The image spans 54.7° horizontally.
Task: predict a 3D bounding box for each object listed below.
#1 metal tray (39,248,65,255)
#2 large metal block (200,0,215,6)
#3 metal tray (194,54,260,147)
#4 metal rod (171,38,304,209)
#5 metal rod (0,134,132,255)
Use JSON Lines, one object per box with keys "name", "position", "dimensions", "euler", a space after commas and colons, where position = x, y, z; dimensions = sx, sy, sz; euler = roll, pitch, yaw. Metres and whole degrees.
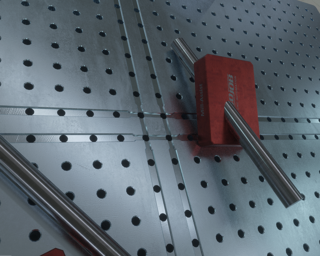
{"name": "metal tray", "position": [-0.098, 0.177, 0.244], "dimensions": [0.091, 0.030, 0.130], "euler": [-19, 72, -36]}
{"name": "large metal block", "position": [0.090, -0.309, 0.631], "dimensions": [0.080, 0.050, 0.080], "euler": [28, 52, -11]}
{"name": "metal tray", "position": [0.099, -0.038, 0.458], "dimensions": [0.091, 0.030, 0.129], "euler": [3, 79, -27]}
{"name": "metal rod", "position": [0.097, -0.024, 0.444], "dimensions": [0.025, 0.025, 0.299], "euler": [-11, 58, -33]}
{"name": "metal rod", "position": [-0.072, 0.104, 0.306], "dimensions": [0.300, 0.025, 0.025], "euler": [42, 51, 1]}
